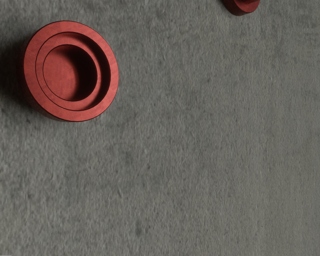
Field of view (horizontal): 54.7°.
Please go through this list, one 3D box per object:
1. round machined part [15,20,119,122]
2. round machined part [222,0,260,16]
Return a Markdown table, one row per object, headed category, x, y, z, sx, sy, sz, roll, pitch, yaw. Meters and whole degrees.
| category | x | y | z | sx | sy | sz | roll | pitch | yaw |
| --- | --- | --- | --- | --- | --- | --- | --- | --- | --- |
| round machined part | -0.095 | -0.055 | 0.315 | 0.099 | 0.042 | 0.097 | 0 | 90 | -40 |
| round machined part | 0.142 | -0.242 | 0.515 | 0.099 | 0.042 | 0.097 | 0 | 90 | -40 |
